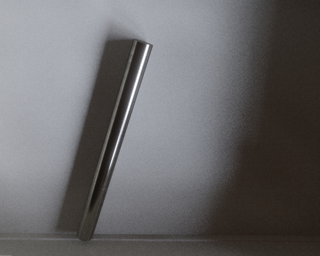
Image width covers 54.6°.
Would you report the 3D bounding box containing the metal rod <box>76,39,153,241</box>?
[{"bbox_3d":[-0.067,0.030,0.421,0.025,0.025,0.298,17,109,-6],"label":"metal rod"}]
